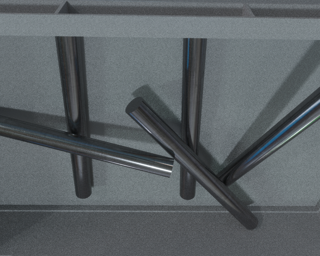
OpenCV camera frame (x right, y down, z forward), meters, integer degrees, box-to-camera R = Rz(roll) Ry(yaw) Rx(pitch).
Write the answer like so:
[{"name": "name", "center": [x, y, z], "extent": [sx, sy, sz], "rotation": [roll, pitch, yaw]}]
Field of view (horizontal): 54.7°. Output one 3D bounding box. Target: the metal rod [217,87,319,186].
[{"name": "metal rod", "center": [0.142, 0.007, 0.362], "extent": [0.025, 0.025, 0.298], "rotation": [14, 145, -12]}]

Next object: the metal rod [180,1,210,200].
[{"name": "metal rod", "center": [0.040, -0.008, 0.402], "extent": [0.025, 0.025, 0.298], "rotation": [-1, 130, 1]}]

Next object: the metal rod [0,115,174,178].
[{"name": "metal rod", "center": [-0.132, 0.014, 0.389], "extent": [0.302, 0.025, 0.025], "rotation": [14, 129, -1]}]

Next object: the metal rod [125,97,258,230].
[{"name": "metal rod", "center": [0.060, 0.065, 0.430], "extent": [0.025, 0.025, 0.300], "rotation": [-30, 125, 23]}]

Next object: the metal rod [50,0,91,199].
[{"name": "metal rod", "center": [-0.108, -0.010, 0.399], "extent": [0.025, 0.025, 0.298], "rotation": [4, 130, -4]}]
